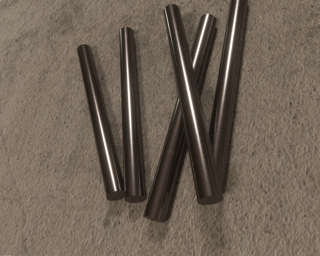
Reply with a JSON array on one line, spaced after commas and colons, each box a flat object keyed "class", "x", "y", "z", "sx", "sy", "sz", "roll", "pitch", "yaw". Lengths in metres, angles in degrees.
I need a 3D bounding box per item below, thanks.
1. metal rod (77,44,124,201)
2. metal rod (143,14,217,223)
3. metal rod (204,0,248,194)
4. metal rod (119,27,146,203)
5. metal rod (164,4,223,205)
[{"class": "metal rod", "x": -0.095, "y": -0.029, "z": 0.469, "sx": 0.025, "sy": 0.025, "sz": 0.299, "roll": -28, "pitch": 52, "yaw": 10}, {"class": "metal rod", "x": 0.033, "y": -0.030, "z": 0.403, "sx": 0.025, "sy": 0.025, "sz": 0.300, "roll": 3, "pitch": 63, "yaw": 29}, {"class": "metal rod", "x": 0.086, "y": -0.062, "z": 0.395, "sx": 0.025, "sy": 0.025, "sz": 0.300, "roll": -1, "pitch": 61, "yaw": 27}, {"class": "metal rod", "x": -0.043, "y": -0.040, "z": 0.449, "sx": 0.025, "sy": 0.025, "sz": 0.299, "roll": -18, "pitch": 55, "yaw": 17}, {"class": "metal rod", "x": 0.033, "y": -0.053, "z": 0.384, "sx": 0.025, "sy": 0.025, "sz": 0.299, "roll": -19, "pitch": 54, "yaw": 17}]
